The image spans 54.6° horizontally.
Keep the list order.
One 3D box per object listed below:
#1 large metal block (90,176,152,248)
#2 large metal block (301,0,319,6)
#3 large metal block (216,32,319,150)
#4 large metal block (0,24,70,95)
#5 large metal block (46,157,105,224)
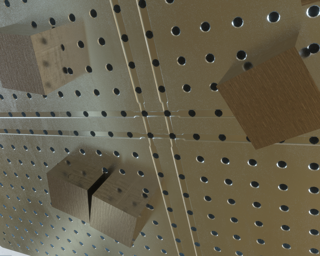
[{"bbox_3d":[-0.067,0.140,0.518,0.080,0.050,0.079,23,127,14],"label":"large metal block"},{"bbox_3d":[0.144,-0.146,0.229,0.080,0.050,0.080,-6,116,31],"label":"large metal block"},{"bbox_3d":[0.117,-0.035,0.312,0.080,0.050,0.080,-26,105,37],"label":"large metal block"},{"bbox_3d":[-0.182,-0.097,0.432,0.080,0.050,0.080,11,123,22],"label":"large metal block"},{"bbox_3d":[-0.142,0.107,0.537,0.080,0.050,0.079,18,126,18],"label":"large metal block"}]
